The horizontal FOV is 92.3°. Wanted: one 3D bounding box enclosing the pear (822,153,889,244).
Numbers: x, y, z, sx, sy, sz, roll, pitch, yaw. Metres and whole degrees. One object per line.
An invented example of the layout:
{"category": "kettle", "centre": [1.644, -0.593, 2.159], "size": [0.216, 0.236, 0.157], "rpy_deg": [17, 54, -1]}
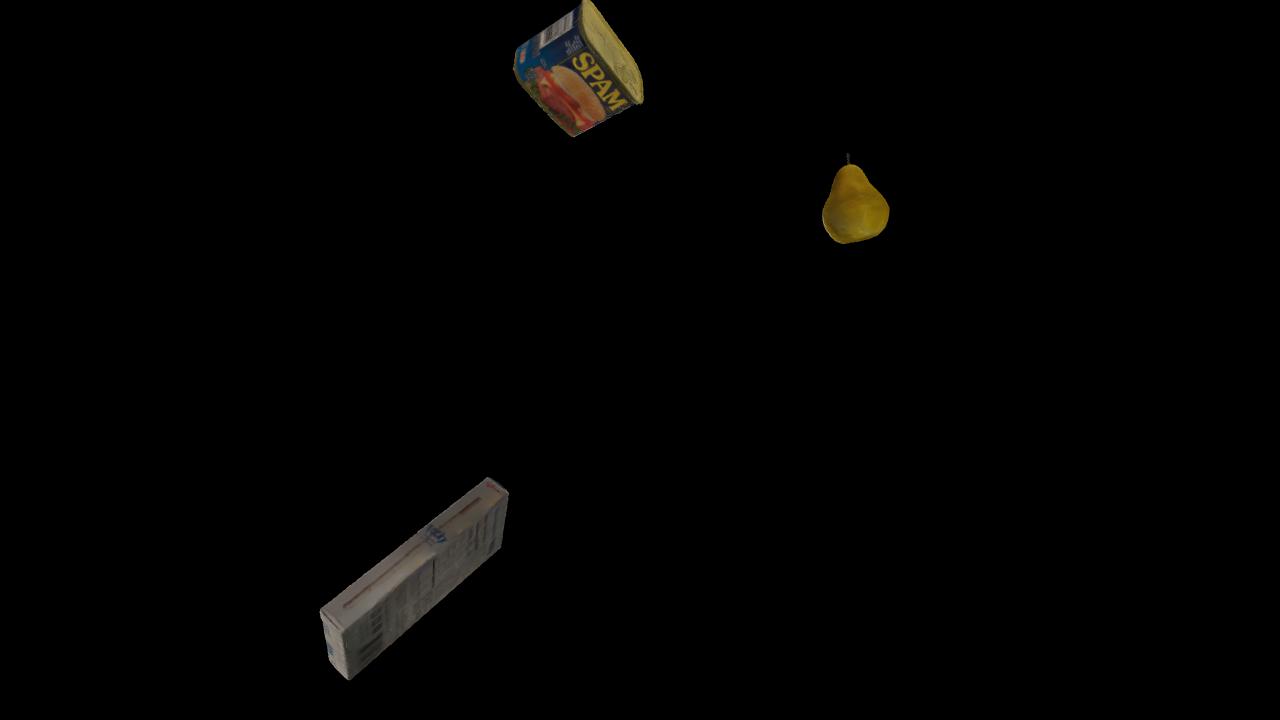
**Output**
{"category": "pear", "centre": [0.260, -0.201, 0.753], "size": [0.080, 0.111, 0.080], "rpy_deg": [-13, 1, 0]}

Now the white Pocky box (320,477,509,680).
{"category": "white Pocky box", "centre": [-0.166, 0.164, 0.474], "size": [0.028, 0.084, 0.154], "rpy_deg": [33, 41, 18]}

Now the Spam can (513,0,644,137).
{"category": "Spam can", "centre": [-0.058, -0.276, 0.594], "size": [0.085, 0.058, 0.101], "rpy_deg": [-17, -32, 28]}
